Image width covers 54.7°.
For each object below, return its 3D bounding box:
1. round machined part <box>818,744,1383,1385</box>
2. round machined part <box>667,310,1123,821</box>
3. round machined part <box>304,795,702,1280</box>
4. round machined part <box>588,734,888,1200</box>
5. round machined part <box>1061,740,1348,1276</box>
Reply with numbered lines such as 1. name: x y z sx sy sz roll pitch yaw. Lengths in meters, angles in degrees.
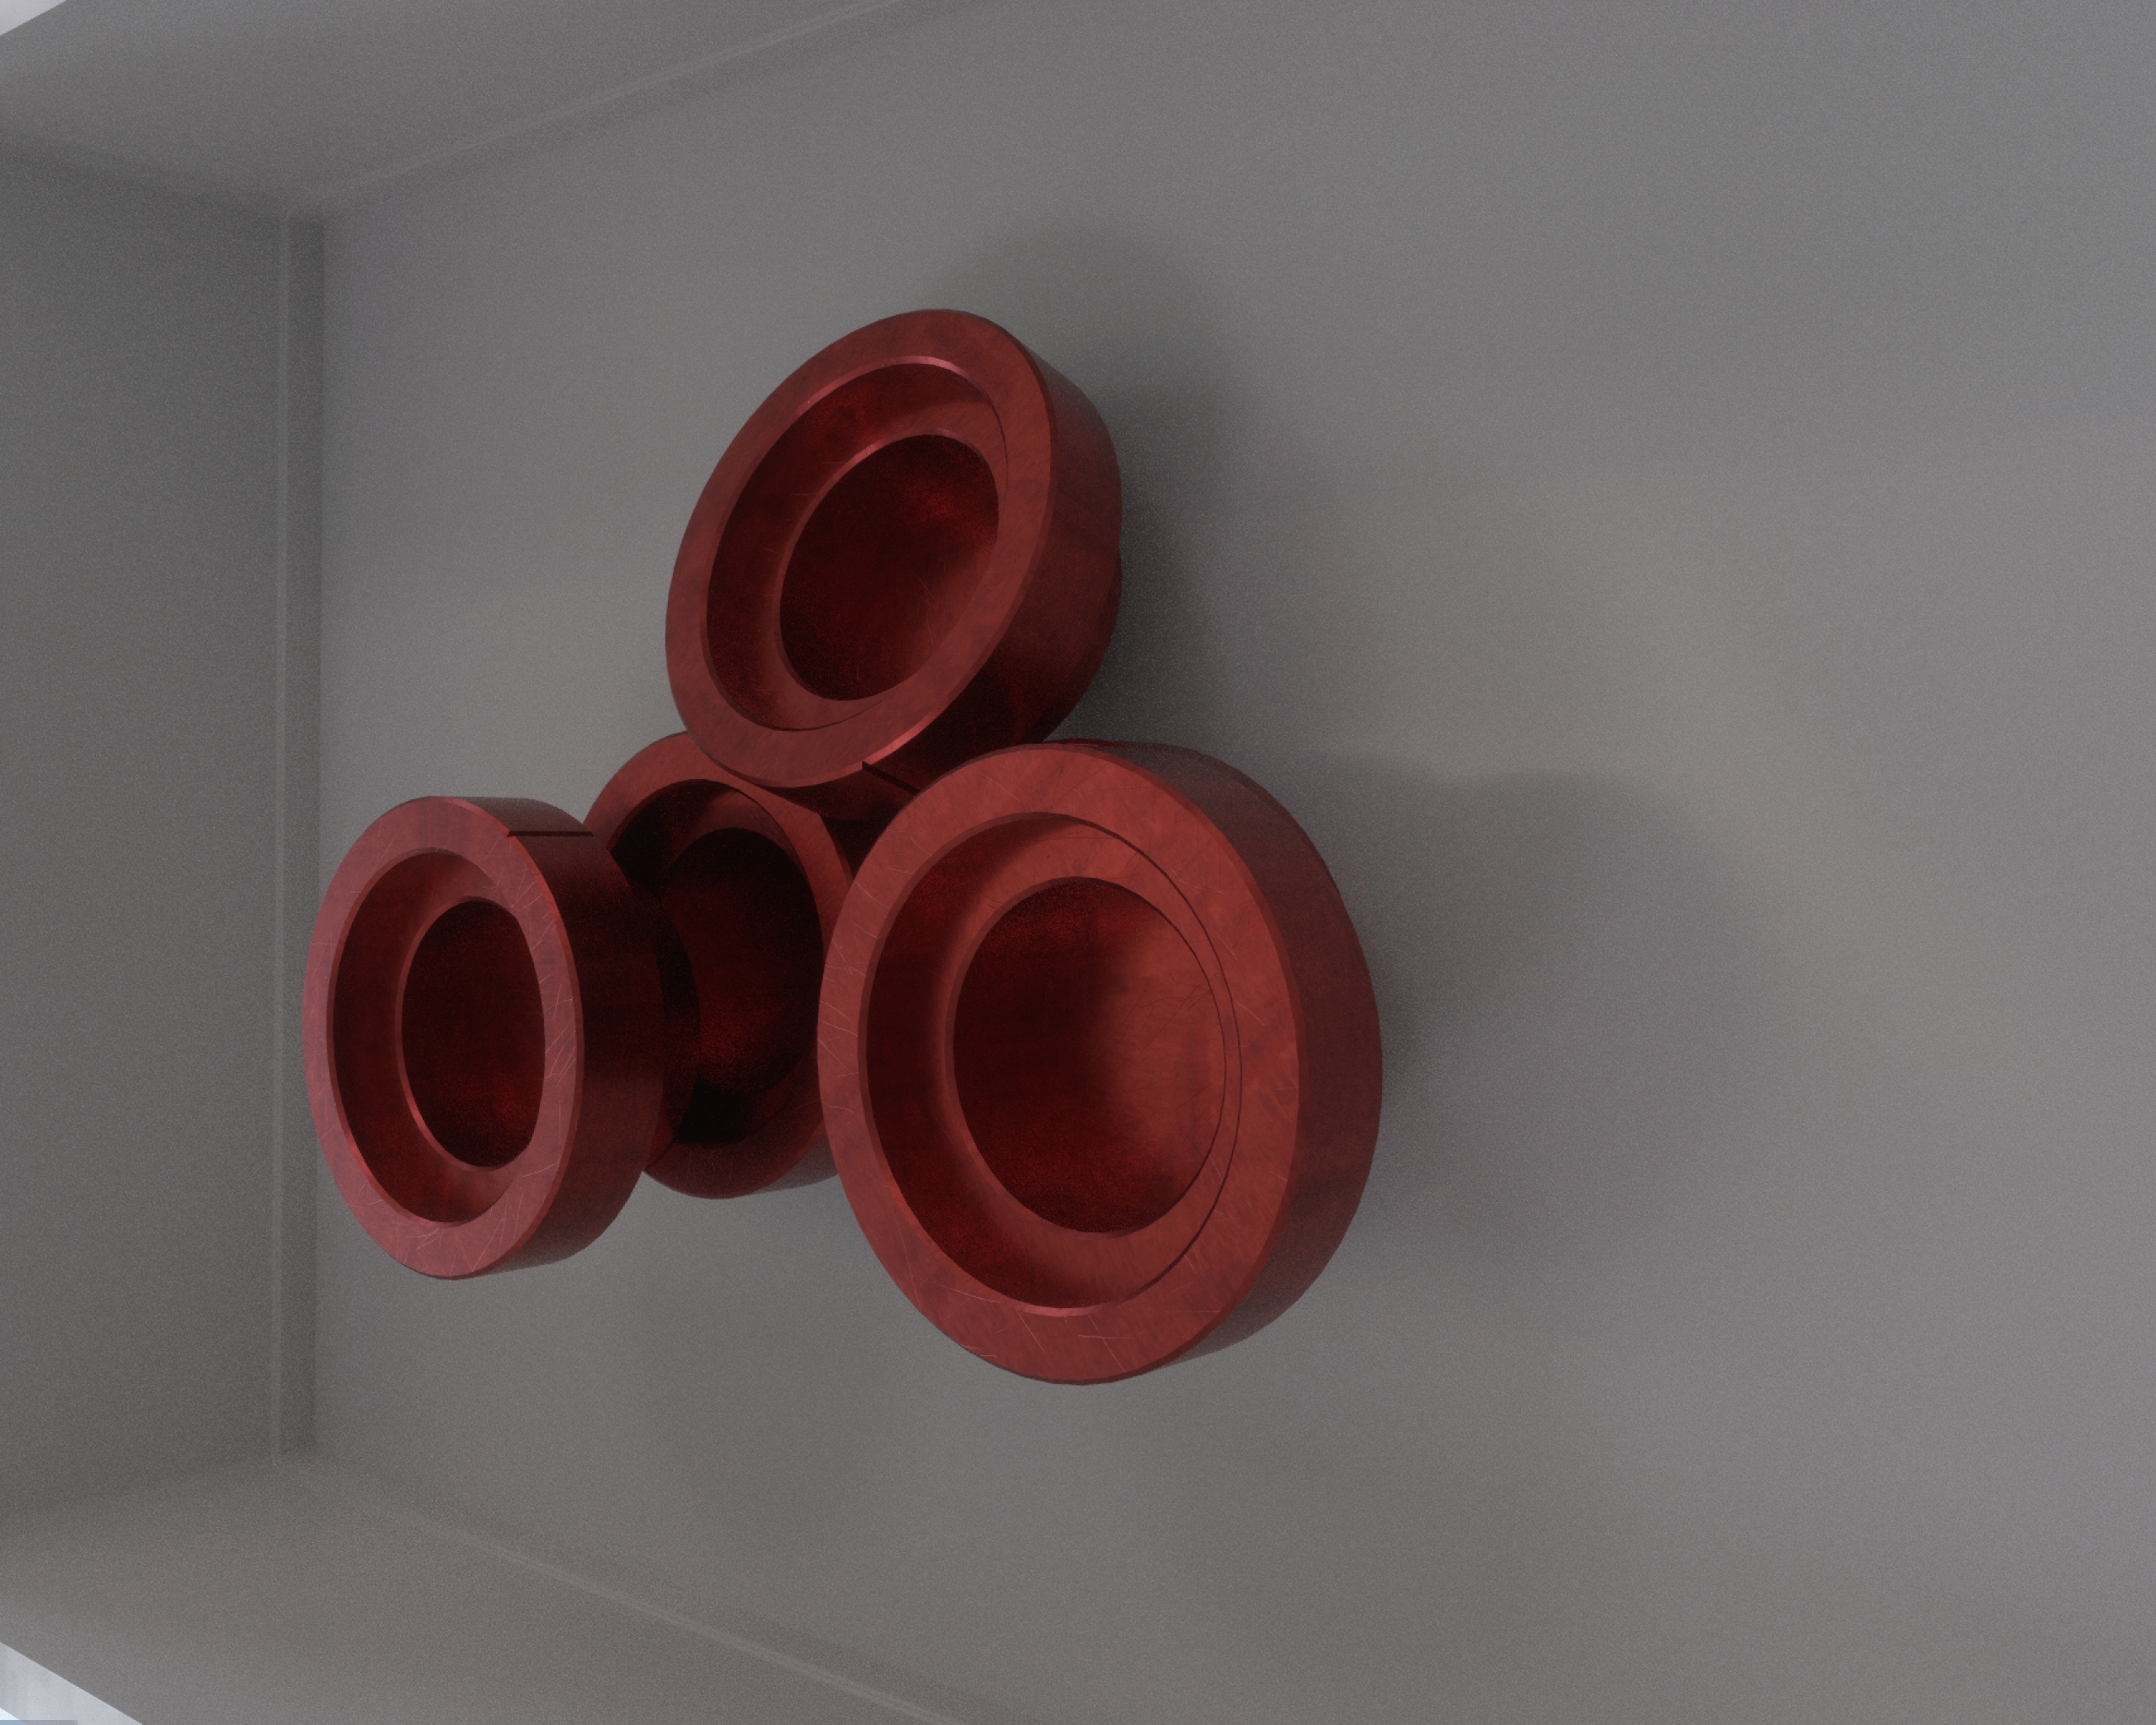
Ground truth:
1. round machined part: 0.007 0.030 0.334 0.098 0.042 0.097 0 90 40
2. round machined part: -0.031 -0.054 0.407 0.098 0.042 0.098 -15 63 33
3. round machined part: -0.117 0.035 0.436 0.098 0.042 0.097 0 90 40
4. round machined part: -0.065 0.021 0.448 0.098 0.042 0.097 0 90 40
5. round machined part: 0.012 0.027 0.385 0.098 0.042 0.097 0 90 40
